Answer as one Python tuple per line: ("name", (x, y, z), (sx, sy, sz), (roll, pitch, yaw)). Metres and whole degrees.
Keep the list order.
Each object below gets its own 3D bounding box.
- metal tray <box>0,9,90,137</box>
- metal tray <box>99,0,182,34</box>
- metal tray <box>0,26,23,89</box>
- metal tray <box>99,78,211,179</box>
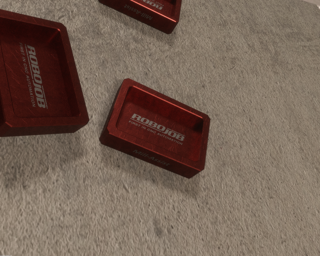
("metal tray", (-0.136, -0.058, 0.335), (0.091, 0.030, 0.129), (-3, 72, -47))
("metal tray", (-0.029, -0.222, 0.521), (0.131, 0.030, 0.090), (20, 54, -17))
("metal tray", (-0.214, -0.066, 0.325), (0.091, 0.030, 0.130), (20, 54, -17))
("metal tray", (-0.001, 0.001, 0.400), (0.131, 0.030, 0.090), (24, 53, -14))
